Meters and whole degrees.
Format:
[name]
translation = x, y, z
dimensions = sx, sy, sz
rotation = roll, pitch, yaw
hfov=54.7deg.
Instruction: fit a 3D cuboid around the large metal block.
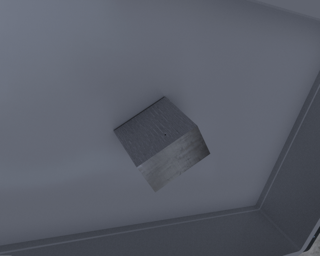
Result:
[large metal block]
translation = 0.001, 0.017, 0.382
dimensions = 0.080, 0.080, 0.050
rotation = -34, 129, -6
